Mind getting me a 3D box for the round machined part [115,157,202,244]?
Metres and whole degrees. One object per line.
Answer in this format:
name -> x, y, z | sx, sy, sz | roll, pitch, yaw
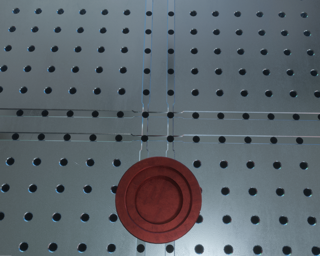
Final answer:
round machined part -> -0.001, 0.087, 0.371 | 0.099, 0.042, 0.098 | 0, 70, 0
